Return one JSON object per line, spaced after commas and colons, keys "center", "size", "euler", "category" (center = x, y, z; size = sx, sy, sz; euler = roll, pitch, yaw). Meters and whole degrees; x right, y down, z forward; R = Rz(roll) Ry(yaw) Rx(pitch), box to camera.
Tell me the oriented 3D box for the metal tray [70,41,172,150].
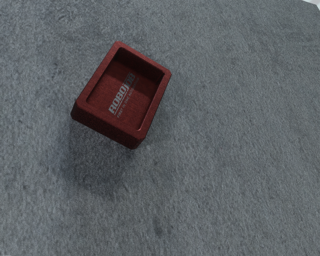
{"center": [-0.045, -0.046, 0.405], "size": [0.090, 0.030, 0.130], "euler": [29, 52, -10], "category": "metal tray"}
